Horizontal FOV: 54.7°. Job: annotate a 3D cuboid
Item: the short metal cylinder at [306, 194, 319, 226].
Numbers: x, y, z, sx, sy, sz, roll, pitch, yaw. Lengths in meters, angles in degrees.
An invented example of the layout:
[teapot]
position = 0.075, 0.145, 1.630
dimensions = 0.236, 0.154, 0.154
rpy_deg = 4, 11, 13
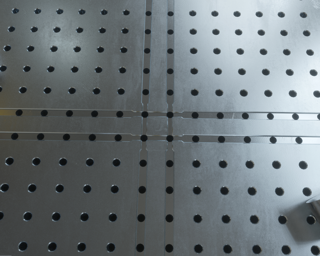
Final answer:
[short metal cylinder]
position = 0.218, 0.091, 0.351
dimensions = 0.080, 0.080, 0.050
rpy_deg = -23, 72, -8
